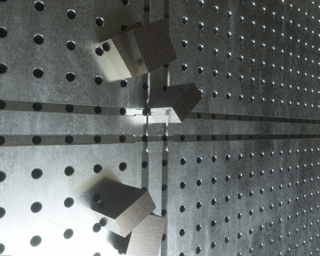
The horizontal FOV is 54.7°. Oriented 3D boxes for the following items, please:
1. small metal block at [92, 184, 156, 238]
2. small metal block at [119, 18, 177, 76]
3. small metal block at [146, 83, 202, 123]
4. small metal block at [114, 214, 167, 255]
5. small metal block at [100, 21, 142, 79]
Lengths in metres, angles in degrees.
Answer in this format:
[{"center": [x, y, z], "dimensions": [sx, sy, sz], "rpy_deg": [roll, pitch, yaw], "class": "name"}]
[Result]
[{"center": [-0.042, 0.094, 0.360], "dimensions": [0.050, 0.050, 0.025], "rpy_deg": [-37, 113, -34], "class": "small metal block"}, {"center": [-0.013, -0.096, 0.368], "dimensions": [0.050, 0.025, 0.050], "rpy_deg": [-34, 111, -35], "class": "small metal block"}, {"center": [0.019, -0.033, 0.411], "dimensions": [0.050, 0.050, 0.025], "rpy_deg": [-49, 120, -29], "class": "small metal block"}, {"center": [-0.024, 0.133, 0.392], "dimensions": [0.050, 0.025, 0.050], "rpy_deg": [24, 75, -38], "class": "small metal block"}, {"center": [-0.036, -0.095, 0.380], "dimensions": [0.050, 0.025, 0.050], "rpy_deg": [-43, 116, -32], "class": "small metal block"}]
